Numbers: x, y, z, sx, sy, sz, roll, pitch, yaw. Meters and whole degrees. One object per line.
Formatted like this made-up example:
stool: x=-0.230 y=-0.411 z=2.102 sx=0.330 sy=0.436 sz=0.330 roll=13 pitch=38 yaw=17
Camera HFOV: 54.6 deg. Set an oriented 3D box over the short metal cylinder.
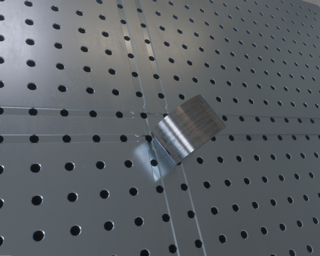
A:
short metal cylinder: x=0.036 y=0.003 z=0.390 sx=0.081 sy=0.080 sz=0.050 roll=-31 pitch=79 yaw=-38
